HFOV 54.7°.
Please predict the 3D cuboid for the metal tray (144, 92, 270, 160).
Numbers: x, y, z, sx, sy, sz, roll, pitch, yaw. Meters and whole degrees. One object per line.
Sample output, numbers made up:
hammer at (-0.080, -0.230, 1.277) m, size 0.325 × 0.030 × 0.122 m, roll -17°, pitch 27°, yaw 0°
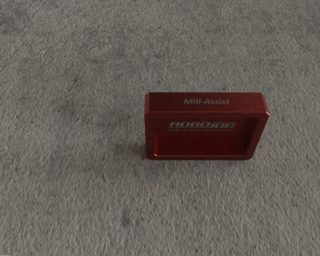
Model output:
metal tray at (0.049, 0.001, 0.361) m, size 0.131 × 0.089 × 0.030 m, roll 0°, pitch 50°, yaw -1°
